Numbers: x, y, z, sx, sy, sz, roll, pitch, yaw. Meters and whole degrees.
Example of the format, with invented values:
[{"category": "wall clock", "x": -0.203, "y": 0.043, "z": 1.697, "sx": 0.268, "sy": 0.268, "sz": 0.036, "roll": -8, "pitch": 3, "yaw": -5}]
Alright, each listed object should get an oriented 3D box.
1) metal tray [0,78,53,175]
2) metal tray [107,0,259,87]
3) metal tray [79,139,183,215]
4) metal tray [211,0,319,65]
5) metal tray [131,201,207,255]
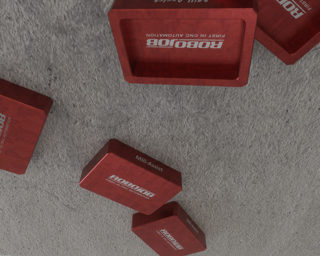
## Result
[{"category": "metal tray", "x": -0.204, "y": 0.000, "z": 0.402, "sx": 0.091, "sy": 0.030, "sz": 0.129, "roll": 22, "pitch": 127, "yaw": -18}, {"category": "metal tray", "x": 0.024, "y": -0.084, "z": 0.306, "sx": 0.131, "sy": 0.030, "sz": 0.090, "roll": 3, "pitch": 142, "yaw": 10}, {"category": "metal tray", "x": -0.043, "y": 0.078, "z": 0.470, "sx": 0.131, "sy": 0.030, "sz": 0.090, "roll": 30, "pitch": 124, "yaw": -23}, {"category": "metal tray", "x": 0.114, "y": -0.130, "z": 0.293, "sx": 0.131, "sy": 0.030, "sz": 0.090, "roll": 30, "pitch": 124, "yaw": -23}, {"category": "metal tray", "x": 0.019, "y": 0.192, "z": 0.567, "sx": 0.090, "sy": 0.030, "sz": 0.130, "roll": -23, "pitch": 127, "yaw": 18}]
